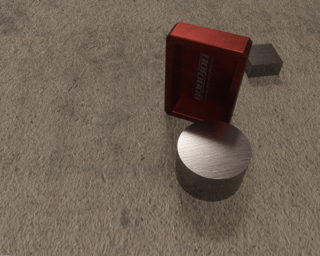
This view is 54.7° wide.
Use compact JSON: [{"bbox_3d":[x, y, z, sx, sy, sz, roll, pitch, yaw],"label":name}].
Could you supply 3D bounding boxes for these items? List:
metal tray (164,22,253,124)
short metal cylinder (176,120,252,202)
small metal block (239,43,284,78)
[{"bbox_3d":[0.054,-0.059,0.385,0.090,0.129,0.030,17,52,14],"label":"metal tray"},{"bbox_3d":[0.059,0.037,0.357,0.081,0.050,0.080,0,50,0],"label":"short metal cylinder"},{"bbox_3d":[0.161,-0.109,0.497,0.050,0.025,0.050,-6,50,-6],"label":"small metal block"}]
